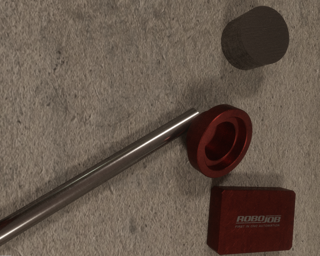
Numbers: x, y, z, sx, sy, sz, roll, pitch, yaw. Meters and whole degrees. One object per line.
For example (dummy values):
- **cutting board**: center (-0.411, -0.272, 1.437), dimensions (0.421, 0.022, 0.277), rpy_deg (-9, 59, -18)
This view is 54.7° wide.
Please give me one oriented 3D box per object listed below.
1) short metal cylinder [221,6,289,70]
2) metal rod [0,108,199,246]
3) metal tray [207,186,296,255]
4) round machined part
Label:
- **short metal cylinder**: center (0.137, -0.128, 0.448), dimensions (0.081, 0.050, 0.079), rpy_deg (0, 90, -21)
- **metal rod**: center (-0.074, 0.056, 0.382), dimensions (0.302, 0.025, 0.025), rpy_deg (-30, 100, -18)
- **metal tray**: center (0.137, 0.134, 0.459), dimensions (0.131, 0.030, 0.089), rpy_deg (5, 88, -20)
- **round machined part**: center (0.074, 0.014, 0.416), dimensions (0.099, 0.042, 0.097), rpy_deg (-16, 119, -31)
